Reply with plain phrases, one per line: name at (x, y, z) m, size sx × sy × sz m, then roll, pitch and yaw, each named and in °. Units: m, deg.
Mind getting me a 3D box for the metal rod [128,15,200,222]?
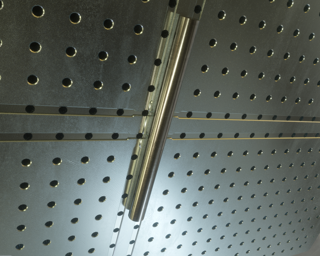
metal rod at (-0.001, 0.005, 0.415) m, size 0.025 × 0.025 × 0.298 m, roll 0°, pitch 118°, yaw -29°
